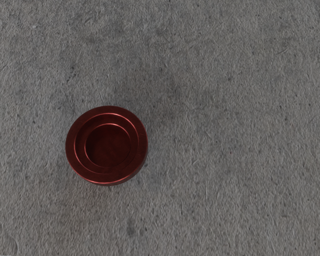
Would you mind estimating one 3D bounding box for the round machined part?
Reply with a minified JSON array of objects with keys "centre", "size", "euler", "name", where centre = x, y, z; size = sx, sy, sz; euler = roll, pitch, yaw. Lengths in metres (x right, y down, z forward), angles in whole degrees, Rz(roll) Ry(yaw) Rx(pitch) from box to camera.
[{"centre":[-0.064,0.024,0.390],"size":[0.099,0.042,0.098],"euler":[0,70,0],"name":"round machined part"}]
